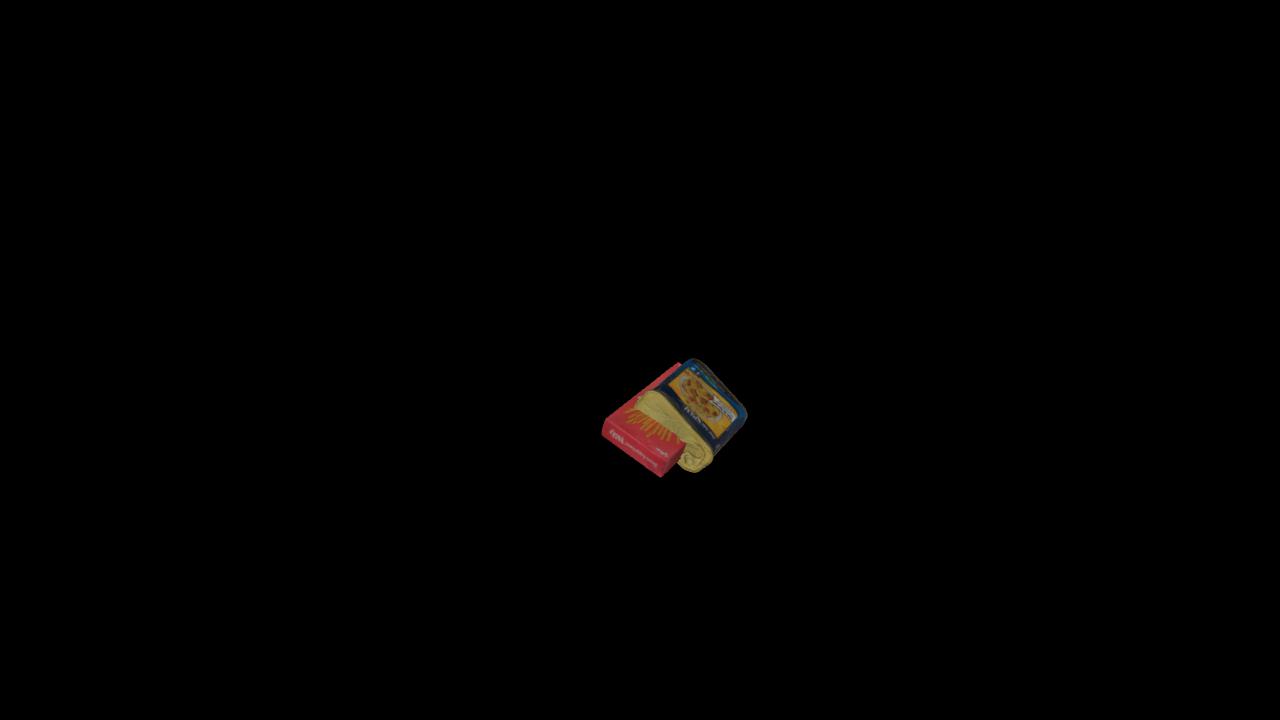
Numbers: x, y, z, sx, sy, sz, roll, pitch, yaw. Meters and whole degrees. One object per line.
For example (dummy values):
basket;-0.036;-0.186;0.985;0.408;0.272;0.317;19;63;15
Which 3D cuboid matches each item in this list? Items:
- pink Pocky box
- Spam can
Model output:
pink Pocky box;0.034;0.063;0.701;0.084;0.029;0.155;33;40;19
Spam can;0.058;0.058;0.681;0.085;0.101;0.058;-38;-6;-42
